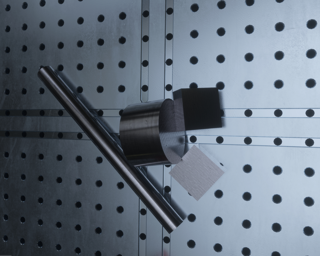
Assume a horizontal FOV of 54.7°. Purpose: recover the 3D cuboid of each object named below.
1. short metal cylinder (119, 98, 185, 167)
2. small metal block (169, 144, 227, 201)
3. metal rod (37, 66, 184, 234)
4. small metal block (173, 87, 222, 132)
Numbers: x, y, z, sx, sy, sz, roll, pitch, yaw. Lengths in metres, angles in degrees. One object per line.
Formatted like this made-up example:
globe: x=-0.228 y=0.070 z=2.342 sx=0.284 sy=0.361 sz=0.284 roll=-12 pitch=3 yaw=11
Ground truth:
short metal cylinder: x=-0.007 y=0.007 z=0.383 sx=0.050 sy=0.080 sz=0.080 roll=-7 pitch=88 yaw=24
small metal block: x=0.049 y=0.055 z=0.395 sx=0.050 sy=0.025 sz=0.050 roll=43 pitch=103 yaw=14
metal rod: x=-0.077 y=0.022 z=0.438 sx=0.025 sy=0.025 sz=0.300 roll=-46 pitch=76 yaw=14
small metal block: x=0.046 y=-0.023 z=0.382 sx=0.050 sy=0.025 sz=0.050 roll=-5 pitch=88 yaw=-22
